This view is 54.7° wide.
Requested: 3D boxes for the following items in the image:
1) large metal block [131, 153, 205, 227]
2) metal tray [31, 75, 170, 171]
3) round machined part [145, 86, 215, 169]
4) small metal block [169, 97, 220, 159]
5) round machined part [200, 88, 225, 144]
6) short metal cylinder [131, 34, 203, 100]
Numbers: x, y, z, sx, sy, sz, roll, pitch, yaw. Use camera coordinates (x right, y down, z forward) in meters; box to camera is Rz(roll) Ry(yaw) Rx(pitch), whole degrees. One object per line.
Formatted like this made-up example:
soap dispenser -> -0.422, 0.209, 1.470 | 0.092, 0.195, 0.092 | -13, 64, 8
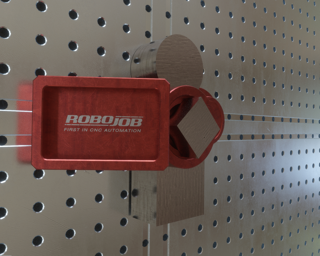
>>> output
large metal block -> 0.011, 0.073, 0.398 | 0.081, 0.050, 0.080 | 1, 90, -40
metal tray -> -0.057, -0.004, 0.311 | 0.131, 0.030, 0.089 | 1, 89, -3
round machined part -> 0.020, -0.001, 0.377 | 0.099, 0.042, 0.097 | 0, 90, -40
small metal block -> 0.037, -0.001, 0.360 | 0.050, 0.025, 0.050 | -49, 119, -29
round machined part -> 0.055, -0.010, 0.442 | 0.099, 0.042, 0.097 | 0, 90, -40
short metal cylinder -> 0.010, -0.075, 0.400 | 0.081, 0.050, 0.080 | 0, 90, -40
